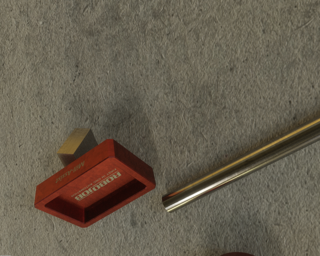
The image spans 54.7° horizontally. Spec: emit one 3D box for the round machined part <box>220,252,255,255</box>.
[{"bbox_3d":[0.097,0.195,0.365,0.098,0.042,0.097,0,90,19],"label":"round machined part"}]

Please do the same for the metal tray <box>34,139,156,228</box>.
[{"bbox_3d":[-0.083,0.077,0.402,0.130,0.090,0.030,-33,42,16],"label":"metal tray"}]

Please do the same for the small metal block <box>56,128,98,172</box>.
[{"bbox_3d":[-0.108,0.035,0.421,0.025,0.050,0.050,1,130,20],"label":"small metal block"}]

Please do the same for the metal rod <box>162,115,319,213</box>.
[{"bbox_3d":[0.133,0.026,0.361,0.300,0.025,0.025,-31,80,17],"label":"metal rod"}]
